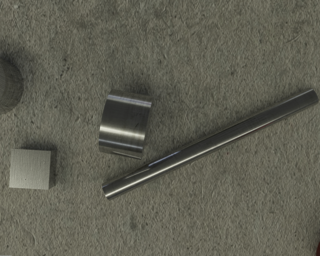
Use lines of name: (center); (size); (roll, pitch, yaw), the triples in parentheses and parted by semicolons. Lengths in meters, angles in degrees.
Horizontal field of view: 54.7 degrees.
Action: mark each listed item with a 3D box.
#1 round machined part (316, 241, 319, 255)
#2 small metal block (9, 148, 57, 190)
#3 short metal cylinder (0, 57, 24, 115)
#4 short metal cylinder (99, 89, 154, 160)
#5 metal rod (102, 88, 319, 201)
round machined part: (0.252, 0.169, 0.404); (0.099, 0.042, 0.097); (0, 90, 0)
small metal block: (-0.166, 0.053, 0.409); (0.050, 0.025, 0.050); (4, 90, 0)
short metal cylinder: (-0.225, -0.056, 0.395); (0.081, 0.050, 0.079); (0, 90, 0)
short metal cylinder: (-0.040, -0.004, 0.382); (0.050, 0.080, 0.080); (11, 90, 0)
metal rod: (0.066, 0.021, 0.410); (0.301, 0.025, 0.025); (-25, 90, 0)
